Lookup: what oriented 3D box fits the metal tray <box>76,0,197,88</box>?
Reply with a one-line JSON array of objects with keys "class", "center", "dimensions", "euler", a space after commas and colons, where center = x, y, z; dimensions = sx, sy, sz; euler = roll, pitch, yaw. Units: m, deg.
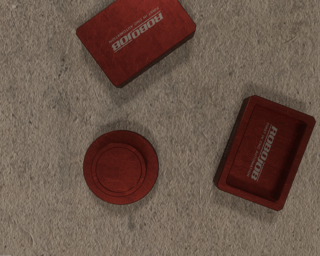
[{"class": "metal tray", "center": [-0.030, -0.125, 0.407], "dimensions": [0.130, 0.030, 0.090], "euler": [-36, 90, -1]}]

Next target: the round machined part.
[{"class": "round machined part", "center": [-0.051, 0.051, 0.401], "dimensions": [0.099, 0.042, 0.097], "euler": [0, 90, -1]}]

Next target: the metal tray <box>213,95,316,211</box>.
[{"class": "metal tray", "center": [0.136, 0.032, 0.409], "dimensions": [0.090, 0.030, 0.129], "euler": [21, 90, -1]}]
